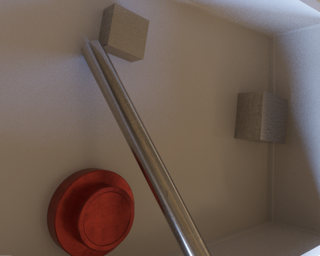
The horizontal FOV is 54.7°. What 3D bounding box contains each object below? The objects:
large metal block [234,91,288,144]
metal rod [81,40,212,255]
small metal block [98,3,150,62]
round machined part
[{"bbox_3d":[0.179,-0.016,0.544,0.081,0.050,0.080,10,84,-40],"label":"large metal block"},{"bbox_3d":[-0.008,0.041,0.329,0.025,0.025,0.299,-22,82,-38],"label":"metal rod"},{"bbox_3d":[-0.043,-0.112,0.372,0.050,0.025,0.050,14,81,-40],"label":"small metal block"},{"bbox_3d":[-0.067,0.095,0.341,0.099,0.042,0.097,0,90,-40],"label":"round machined part"}]
